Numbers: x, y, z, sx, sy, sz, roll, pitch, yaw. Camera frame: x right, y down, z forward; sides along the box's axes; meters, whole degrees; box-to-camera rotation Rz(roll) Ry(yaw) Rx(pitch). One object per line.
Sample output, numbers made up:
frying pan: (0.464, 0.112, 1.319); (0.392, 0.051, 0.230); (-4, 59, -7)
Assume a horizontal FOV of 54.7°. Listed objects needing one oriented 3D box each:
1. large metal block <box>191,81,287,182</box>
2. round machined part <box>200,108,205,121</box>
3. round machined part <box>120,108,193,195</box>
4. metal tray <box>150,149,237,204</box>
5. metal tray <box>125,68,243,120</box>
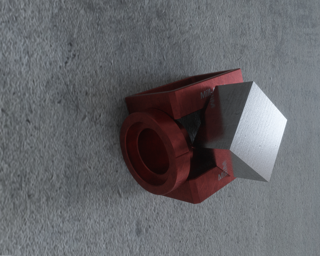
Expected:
large metal block: (0.092, 0.005, 0.349); (0.080, 0.050, 0.080); (37, 67, -34)
round machined part: (0.096, -0.015, 0.441); (0.042, 0.098, 0.097); (-20, 103, -39)
round machined part: (0.000, 0.024, 0.360); (0.042, 0.098, 0.097); (-20, 103, -39)
metal tray: (0.057, 0.051, 0.412); (0.131, 0.090, 0.030); (-23, 105, -38)
metal tray: (0.034, -0.044, 0.395); (0.131, 0.090, 0.030); (-23, 105, -38)
